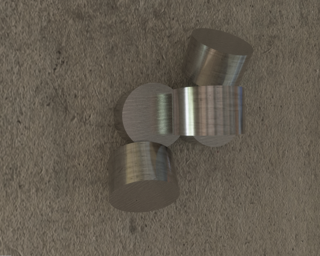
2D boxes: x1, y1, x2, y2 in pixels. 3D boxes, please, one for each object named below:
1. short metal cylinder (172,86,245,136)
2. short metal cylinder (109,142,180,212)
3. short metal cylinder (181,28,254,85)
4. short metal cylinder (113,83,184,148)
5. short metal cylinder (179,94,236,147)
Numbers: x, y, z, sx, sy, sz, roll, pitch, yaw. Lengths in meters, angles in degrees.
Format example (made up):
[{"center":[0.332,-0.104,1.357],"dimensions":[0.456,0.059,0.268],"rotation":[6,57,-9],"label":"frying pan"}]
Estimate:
[{"center":[0.054,-0.018,0.349],"dimensions":[0.081,0.080,0.050],"rotation":[-2,91,-20],"label":"short metal cylinder"},{"center":[-0.020,0.060,0.367],"dimensions":[0.081,0.079,0.050],"rotation":[8,49,-20],"label":"short metal cylinder"},{"center":[0.073,-0.090,0.402],"dimensions":[0.081,0.080,0.050],"rotation":[1,128,-20],"label":"short metal cylinder"},{"center":[-0.014,-0.014,0.392],"dimensions":[0.081,0.050,0.079],"rotation":[0,90,-21],"label":"short metal cylinder"},{"center":[0.062,-0.016,0.420],"dimensions":[0.081,0.050,0.079],"rotation":[0,90,-21],"label":"short metal cylinder"}]
